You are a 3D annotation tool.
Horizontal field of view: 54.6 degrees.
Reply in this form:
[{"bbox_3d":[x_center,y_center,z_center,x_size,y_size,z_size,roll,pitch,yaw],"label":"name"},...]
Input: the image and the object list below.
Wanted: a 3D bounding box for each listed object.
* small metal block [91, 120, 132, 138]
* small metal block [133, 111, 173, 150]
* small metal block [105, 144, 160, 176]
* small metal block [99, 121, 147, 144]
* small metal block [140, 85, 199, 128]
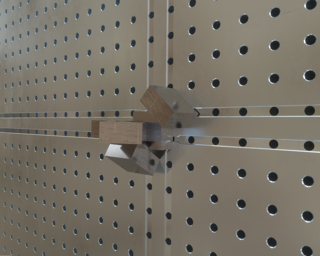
[{"bbox_3d":[-0.063,0.002,0.445,0.050,0.050,0.025,2,92,40],"label":"small metal block"},{"bbox_3d":[-0.010,0.003,0.419,0.050,0.025,0.050,2,91,39],"label":"small metal block"},{"bbox_3d":[-0.037,0.040,0.422,0.050,0.050,0.025,2,60,40],"label":"small metal block"},{"bbox_3d":[-0.044,0.005,0.385,0.050,0.050,0.025,2,92,3],"label":"small metal block"},{"bbox_3d":[0.012,-0.026,0.384,0.050,0.050,0.025,51,119,28],"label":"small metal block"}]
